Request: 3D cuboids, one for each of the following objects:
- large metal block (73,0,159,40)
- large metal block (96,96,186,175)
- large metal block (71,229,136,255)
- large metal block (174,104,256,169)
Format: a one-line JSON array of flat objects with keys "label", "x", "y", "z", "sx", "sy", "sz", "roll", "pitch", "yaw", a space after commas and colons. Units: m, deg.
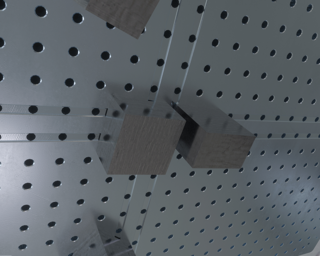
[{"label": "large metal block", "x": -0.034, "y": -0.135, "z": 0.273, "sx": 0.050, "sy": 0.080, "sz": 0.080, "roll": 22, "pitch": 107, "yaw": -36}, {"label": "large metal block", "x": -0.025, "y": 0.011, "z": 0.387, "sx": 0.081, "sy": 0.050, "sz": 0.079, "roll": 6, "pitch": 116, "yaw": -31}, {"label": "large metal block", "x": -0.090, "y": 0.215, "z": 0.478, "sx": 0.080, "sy": 0.050, "sz": 0.080, "roll": -45, "pitch": 129, "yaw": 3}, {"label": "large metal block", "x": 0.065, "y": 0.011, "z": 0.417, "sx": 0.081, "sy": 0.080, "sz": 0.050, "roll": 5, "pitch": 116, "yaw": -31}]
